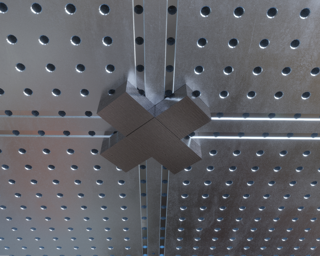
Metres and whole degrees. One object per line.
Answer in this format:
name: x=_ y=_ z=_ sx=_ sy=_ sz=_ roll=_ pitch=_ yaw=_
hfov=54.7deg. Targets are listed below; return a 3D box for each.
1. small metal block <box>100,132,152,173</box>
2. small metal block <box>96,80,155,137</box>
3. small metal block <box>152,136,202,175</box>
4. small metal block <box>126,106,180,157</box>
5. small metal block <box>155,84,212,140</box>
small metal block: x=-0.047 y=0.030 z=0.437 sx=0.050 sy=0.025 sz=0.050 roll=-34 pitch=123 yaw=25
small metal block: x=-0.042 y=-0.023 z=0.391 sx=0.050 sy=0.025 sz=0.050 roll=-33 pitch=123 yaw=25
small metal block: x=0.024 y=0.034 z=0.441 sx=0.050 sy=0.025 sz=0.050 roll=-33 pitch=123 yaw=25
small metal block: x=-0.009 y=0.006 z=0.415 sx=0.050 sy=0.025 sz=0.050 roll=-34 pitch=123 yaw=25
small metal block: x=0.029 y=-0.019 z=0.395 sx=0.050 sy=0.025 sz=0.050 roll=-34 pitch=123 yaw=25
